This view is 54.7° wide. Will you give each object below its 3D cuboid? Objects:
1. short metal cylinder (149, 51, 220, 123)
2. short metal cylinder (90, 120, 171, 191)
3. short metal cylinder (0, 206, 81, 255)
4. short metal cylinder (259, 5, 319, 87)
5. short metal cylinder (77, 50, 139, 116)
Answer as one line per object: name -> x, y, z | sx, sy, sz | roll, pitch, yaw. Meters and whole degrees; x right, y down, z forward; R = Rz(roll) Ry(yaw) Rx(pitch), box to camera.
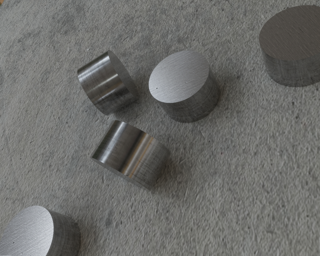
short metal cylinder -> 0.033, -0.053, 0.403 | 0.080, 0.050, 0.080 | -13, 56, 21
short metal cylinder -> -0.035, 0.033, 0.366 | 0.080, 0.080, 0.050 | 19, 72, 35
short metal cylinder -> -0.145, 0.141, 0.378 | 0.080, 0.050, 0.080 | -13, 56, 21
short metal cylinder -> 0.161, -0.095, 0.361 | 0.080, 0.050, 0.080 | -13, 56, 21
short metal cylinder -> -0.073, -0.065, 0.447 | 0.050, 0.080, 0.080 | -30, 52, 10
